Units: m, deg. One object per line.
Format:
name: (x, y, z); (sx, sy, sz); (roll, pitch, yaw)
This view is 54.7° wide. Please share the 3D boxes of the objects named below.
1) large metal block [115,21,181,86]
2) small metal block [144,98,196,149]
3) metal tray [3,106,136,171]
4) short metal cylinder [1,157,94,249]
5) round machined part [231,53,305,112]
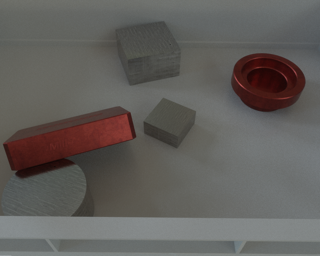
large metal block: (-0.020, -0.119, 0.489); (0.081, 0.050, 0.080); (-14, 52, -12)
small metal block: (0.013, -0.008, 0.412); (0.050, 0.025, 0.050); (24, 54, 19)
metal tray: (-0.101, 0.007, 0.361); (0.131, 0.030, 0.090); (-15, 12, -13)
short metal cylinder: (-0.113, 0.077, 0.322); (0.081, 0.050, 0.080); (0, 50, 0)
round machined part: (0.152, -0.062, 0.448); (0.099, 0.042, 0.098); (0, 50, 0)
